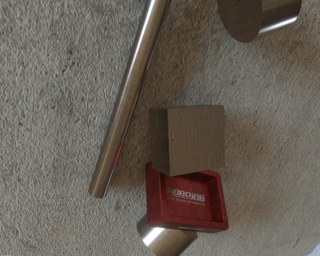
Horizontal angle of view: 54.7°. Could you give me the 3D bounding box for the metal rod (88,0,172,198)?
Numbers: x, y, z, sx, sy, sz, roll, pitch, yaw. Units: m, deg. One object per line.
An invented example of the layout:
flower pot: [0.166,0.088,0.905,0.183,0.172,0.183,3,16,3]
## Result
metal rod: [-0.034,-0.044,0.360,0.025,0.025,0.298,7,115,-32]

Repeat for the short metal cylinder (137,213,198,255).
short metal cylinder: [0.011,0.156,0.474,0.050,0.080,0.080,-47,129,5]

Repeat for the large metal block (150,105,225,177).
large metal block: [0.035,0.012,0.399,0.081,0.050,0.079,-6,97,-26]

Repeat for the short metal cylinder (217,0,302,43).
short metal cylinder: [0.107,-0.141,0.342,0.050,0.080,0.080,-24,127,-14]

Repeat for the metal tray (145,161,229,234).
metal tray: [0.040,0.099,0.447,0.131,0.090,0.030,20,143,-36]
